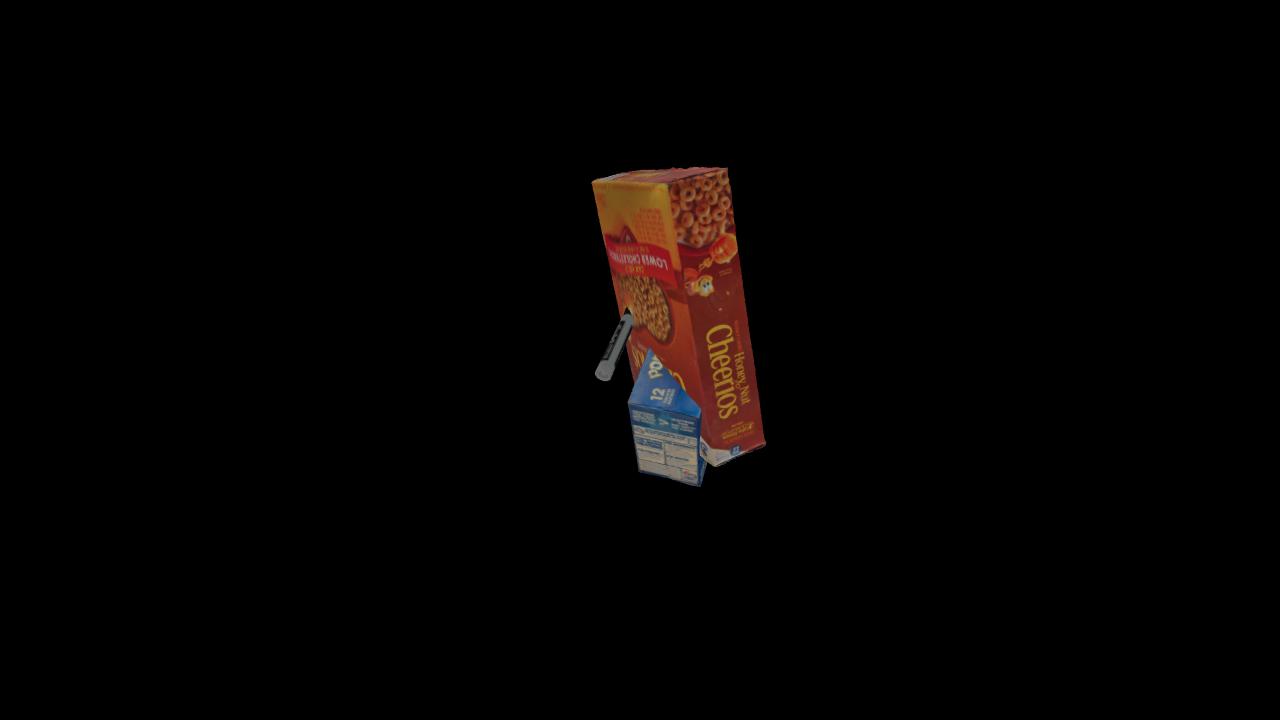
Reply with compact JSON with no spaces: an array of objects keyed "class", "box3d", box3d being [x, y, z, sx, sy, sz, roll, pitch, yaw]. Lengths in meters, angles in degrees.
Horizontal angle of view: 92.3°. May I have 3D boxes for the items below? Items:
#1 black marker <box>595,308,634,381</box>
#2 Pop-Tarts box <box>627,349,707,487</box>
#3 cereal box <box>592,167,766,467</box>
[{"class":"black marker","box3d":[-0.022,-0.026,0.704,0.020,0.121,0.020,13,-40,12]},{"class":"Pop-Tarts box","box3d":[0.053,0.039,0.738,0.083,0.167,0.141,9,-41,15]},{"class":"cereal box","box3d":[0.040,-0.056,0.696,0.081,0.306,0.203,-18,22,-19]}]
